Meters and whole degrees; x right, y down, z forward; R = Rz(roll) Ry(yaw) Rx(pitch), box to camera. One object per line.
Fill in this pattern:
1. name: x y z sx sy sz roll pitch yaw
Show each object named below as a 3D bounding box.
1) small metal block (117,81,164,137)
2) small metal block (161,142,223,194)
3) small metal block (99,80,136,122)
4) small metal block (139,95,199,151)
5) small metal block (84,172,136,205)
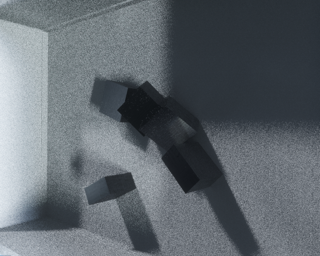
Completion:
1. small metal block: -0.019 -0.025 0.409 0.050 0.025 0.050 45 122 -4
2. small metal block: 0.038 0.045 0.360 0.025 0.050 0.050 -51 60 28
3. small metal block: -0.059 -0.040 0.455 0.050 0.025 0.050 25 105 39
4. small metal block: 0.011 -0.004 0.379 0.050 0.050 0.025 -40 21 33
5. small metal block: -0.072 0.088 0.450 0.050 0.050 0.025 -33 70 35
